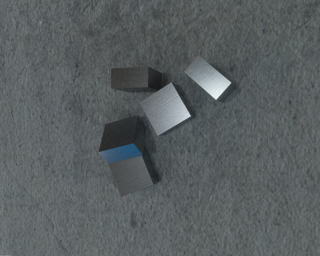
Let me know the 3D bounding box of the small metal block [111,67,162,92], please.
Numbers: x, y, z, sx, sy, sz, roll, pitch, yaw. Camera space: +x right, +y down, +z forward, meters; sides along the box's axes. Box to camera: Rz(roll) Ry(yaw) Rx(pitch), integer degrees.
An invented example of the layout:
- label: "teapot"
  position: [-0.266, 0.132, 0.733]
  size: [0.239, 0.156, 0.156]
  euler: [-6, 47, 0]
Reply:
- label: "small metal block"
  position: [-0.030, -0.062, 0.405]
  size: [0.050, 0.050, 0.025]
  euler: [1, 91, 19]

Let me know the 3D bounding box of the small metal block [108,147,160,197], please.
- label: "small metal block"
  position: [-0.035, 0.060, 0.420]
  size: [0.050, 0.025, 0.050]
  euler: [-25, 82, 18]

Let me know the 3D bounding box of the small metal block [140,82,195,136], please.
- label: "small metal block"
  position: [0.010, -0.024, 0.405]
  size: [0.050, 0.025, 0.050]
  euler: [-31, 80, 17]

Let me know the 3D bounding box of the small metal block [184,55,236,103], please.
- label: "small metal block"
  position: [0.062, -0.058, 0.373]
  size: [0.050, 0.050, 0.025]
  euler: [44, 104, 14]

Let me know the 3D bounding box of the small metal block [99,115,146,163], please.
- label: "small metal block"
  position: [-0.049, 0.015, 0.411]
  size: [0.050, 0.025, 0.050]
  euler: [-15, 43, 19]
